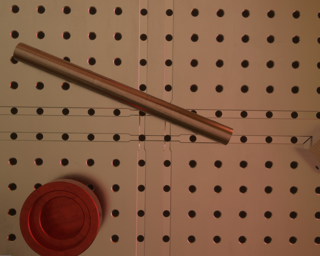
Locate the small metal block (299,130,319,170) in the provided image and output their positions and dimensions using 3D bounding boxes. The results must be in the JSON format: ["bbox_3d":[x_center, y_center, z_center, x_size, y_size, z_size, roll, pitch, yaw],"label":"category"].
[{"bbox_3d":[0.229,0.030,0.417,0.050,0.025,0.050,-42,91,0],"label":"small metal block"}]

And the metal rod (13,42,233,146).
[{"bbox_3d":[-0.047,-0.045,0.412,0.301,0.025,0.025,22,90,-1],"label":"metal rod"}]

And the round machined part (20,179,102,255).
[{"bbox_3d":[-0.125,0.115,0.403,0.099,0.042,0.097,0,90,-1],"label":"round machined part"}]
